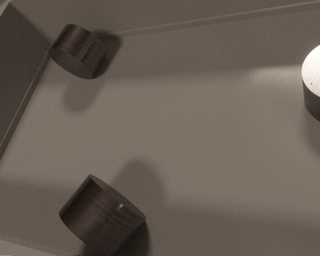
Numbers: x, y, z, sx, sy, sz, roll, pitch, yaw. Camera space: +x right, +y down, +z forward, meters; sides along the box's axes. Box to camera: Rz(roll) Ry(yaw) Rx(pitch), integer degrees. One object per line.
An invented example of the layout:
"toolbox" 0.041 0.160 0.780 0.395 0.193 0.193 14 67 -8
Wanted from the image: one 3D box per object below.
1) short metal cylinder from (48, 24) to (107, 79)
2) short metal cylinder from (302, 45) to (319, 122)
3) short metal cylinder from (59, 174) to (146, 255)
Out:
"short metal cylinder" -0.136 -0.125 0.516 0.080 0.080 0.050 14 69 33
"short metal cylinder" 0.191 -0.047 0.318 0.080 0.050 0.080 -13 56 20
"short metal cylinder" -0.063 0.096 0.343 0.080 0.080 0.050 31 79 37
